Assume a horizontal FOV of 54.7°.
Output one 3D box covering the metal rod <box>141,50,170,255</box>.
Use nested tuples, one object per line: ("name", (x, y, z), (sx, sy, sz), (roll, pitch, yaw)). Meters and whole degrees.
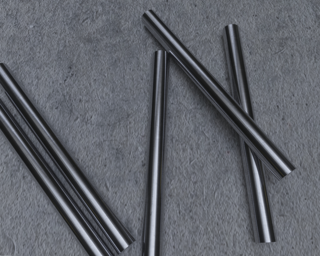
("metal rod", (-0.005, 0.035, 0.395), (0.025, 0.025, 0.299), (2, 70, 0))

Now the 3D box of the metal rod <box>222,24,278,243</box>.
("metal rod", (0.115, -0.007, 0.412), (0.025, 0.025, 0.299), (-3, 70, -2))

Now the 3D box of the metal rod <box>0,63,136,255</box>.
("metal rod", (-0.132, 0.028, 0.396), (0.025, 0.025, 0.300), (-37, 75, -13))

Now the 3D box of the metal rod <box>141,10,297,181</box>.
("metal rod", (0.064, -0.058, 0.412), (0.025, 0.025, 0.300), (-32, 67, -11))

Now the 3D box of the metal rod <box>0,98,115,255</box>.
("metal rod", (-0.135, 0.069, 0.381), (0.025, 0.025, 0.300), (-38, 75, -13))
